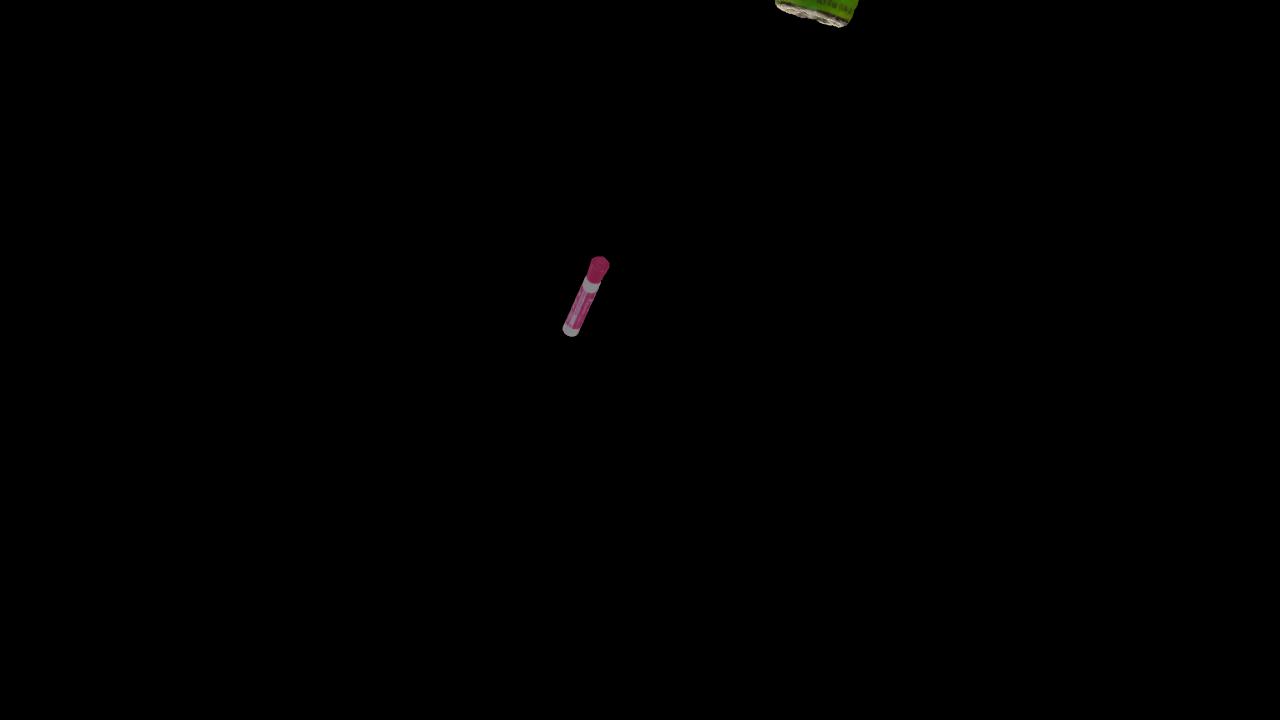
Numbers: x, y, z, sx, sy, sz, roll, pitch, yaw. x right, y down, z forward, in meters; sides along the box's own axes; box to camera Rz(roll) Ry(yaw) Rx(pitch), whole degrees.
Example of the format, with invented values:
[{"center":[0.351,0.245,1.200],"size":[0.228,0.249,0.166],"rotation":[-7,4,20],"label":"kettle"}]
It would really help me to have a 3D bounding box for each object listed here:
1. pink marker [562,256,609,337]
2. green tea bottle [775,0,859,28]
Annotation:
[{"center":[-0.057,-0.065,0.639],"size":[0.020,0.020,0.121],"rotation":[0,-32,-24],"label":"pink marker"},{"center":[0.172,-0.385,0.481],"size":[0.073,0.212,0.073],"rotation":[12,26,-6],"label":"green tea bottle"}]
